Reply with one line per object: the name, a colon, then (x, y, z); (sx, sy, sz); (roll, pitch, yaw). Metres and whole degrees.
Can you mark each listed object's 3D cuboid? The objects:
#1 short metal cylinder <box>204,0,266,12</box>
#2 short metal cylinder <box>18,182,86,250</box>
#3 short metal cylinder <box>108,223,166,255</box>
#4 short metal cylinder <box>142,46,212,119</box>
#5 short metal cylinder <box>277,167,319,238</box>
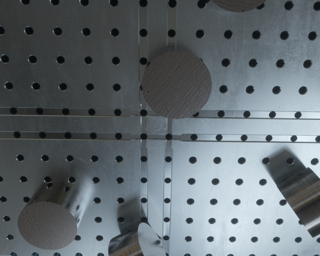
short metal cylinder: (0.083, -0.169, 0.338); (0.081, 0.050, 0.079); (0, 110, 0)
short metal cylinder: (-0.153, 0.126, 0.445); (0.081, 0.050, 0.079); (0, 110, 0)
short metal cylinder: (-0.031, 0.187, 0.453); (0.050, 0.080, 0.080); (-31, 107, 11)
short metal cylinder: (0.019, -0.057, 0.379); (0.081, 0.050, 0.079); (0, 110, 0)
short metal cylinder: (0.205, 0.101, 0.423); (0.050, 0.080, 0.080); (-35, 107, 12)
